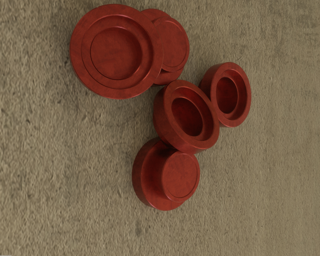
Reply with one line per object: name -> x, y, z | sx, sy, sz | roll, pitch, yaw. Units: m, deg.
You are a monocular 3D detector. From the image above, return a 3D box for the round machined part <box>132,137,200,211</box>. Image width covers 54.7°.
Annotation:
round machined part -> 0.015, 0.061, 0.409 | 0.099, 0.042, 0.097 | 0, 90, -40

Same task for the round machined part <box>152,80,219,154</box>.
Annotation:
round machined part -> 0.029, -0.011, 0.408 | 0.099, 0.042, 0.098 | 22, 53, -33

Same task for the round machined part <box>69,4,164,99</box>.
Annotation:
round machined part -> -0.049, -0.081, 0.341 | 0.099, 0.042, 0.097 | -3, 98, -19

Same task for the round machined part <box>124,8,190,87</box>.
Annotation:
round machined part -> 0.000, -0.103, 0.396 | 0.099, 0.042, 0.097 | 0, 90, -40

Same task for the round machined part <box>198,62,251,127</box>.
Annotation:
round machined part -> 0.095, -0.050, 0.477 | 0.099, 0.042, 0.097 | 0, 90, -40
